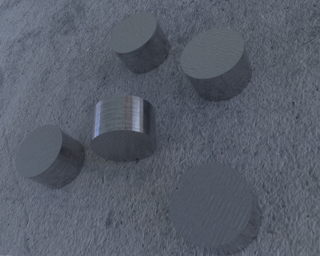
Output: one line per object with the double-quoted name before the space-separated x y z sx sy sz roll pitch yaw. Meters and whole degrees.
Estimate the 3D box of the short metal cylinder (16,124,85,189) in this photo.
"short metal cylinder" -0.156 0.041 0.445 0.080 0.050 0.080 -13 56 21

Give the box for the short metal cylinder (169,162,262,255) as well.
"short metal cylinder" 0.056 0.081 0.309 0.080 0.050 0.080 -13 56 21

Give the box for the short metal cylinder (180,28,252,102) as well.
"short metal cylinder" 0.073 -0.081 0.399 0.080 0.050 0.080 -13 56 21

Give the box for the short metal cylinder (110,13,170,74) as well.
"short metal cylinder" -0.031 -0.133 0.486 0.080 0.050 0.080 -13 56 21

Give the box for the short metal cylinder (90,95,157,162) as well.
"short metal cylinder" -0.045 0.003 0.391 0.080 0.080 0.050 -16 55 19
